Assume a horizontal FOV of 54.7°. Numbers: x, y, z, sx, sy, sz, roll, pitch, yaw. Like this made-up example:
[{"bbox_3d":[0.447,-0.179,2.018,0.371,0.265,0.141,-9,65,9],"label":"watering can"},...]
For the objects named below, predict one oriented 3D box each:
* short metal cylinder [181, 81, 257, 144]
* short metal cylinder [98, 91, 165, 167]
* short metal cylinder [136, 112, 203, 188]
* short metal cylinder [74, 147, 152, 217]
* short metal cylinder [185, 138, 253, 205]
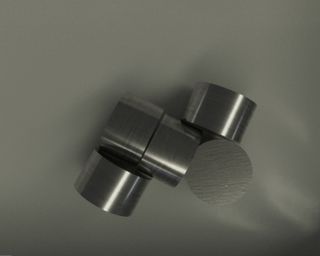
[{"bbox_3d":[0.072,-0.018,0.383,0.080,0.080,0.050,23,90,-1],"label":"short metal cylinder"},{"bbox_3d":[-0.034,0.001,0.382,0.050,0.080,0.080,26,90,-1],"label":"short metal cylinder"},{"bbox_3d":[0.012,0.027,0.383,0.050,0.080,0.080,27,90,-1],"label":"short metal cylinder"},{"bbox_3d":[-0.057,0.065,0.382,0.080,0.080,0.050,29,90,-1],"label":"short metal cylinder"},{"bbox_3d":[0.071,0.053,0.398,0.081,0.050,0.079,0,90,-1],"label":"short metal cylinder"}]
